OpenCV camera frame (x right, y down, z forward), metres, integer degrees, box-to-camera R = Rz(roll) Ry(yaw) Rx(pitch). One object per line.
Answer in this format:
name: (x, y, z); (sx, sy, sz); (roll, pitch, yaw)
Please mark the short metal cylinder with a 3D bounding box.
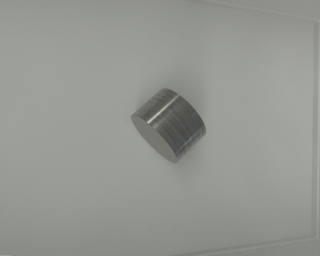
short metal cylinder: (0.010, -0.003, 0.383); (0.050, 0.080, 0.080); (-43, 104, -15)
